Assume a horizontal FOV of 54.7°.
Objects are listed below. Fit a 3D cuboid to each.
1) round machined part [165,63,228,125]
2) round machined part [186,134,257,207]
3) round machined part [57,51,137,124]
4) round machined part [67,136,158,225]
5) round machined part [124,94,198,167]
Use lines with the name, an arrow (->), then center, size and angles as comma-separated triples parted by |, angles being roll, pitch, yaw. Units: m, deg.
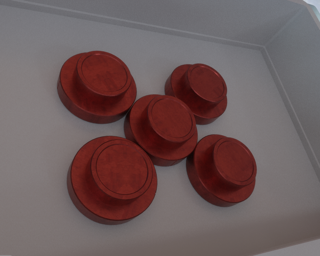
round machined part -> 0.060, -0.057, 0.462 | 0.099, 0.042, 0.098 | 14, 56, -21
round machined part -> 0.088, 0.051, 0.411 | 0.099, 0.042, 0.098 | 14, 56, -21
round machined part -> -0.075, -0.058, 0.389 | 0.099, 0.042, 0.098 | 14, 56, -21
round machined part -> -0.047, 0.051, 0.337 | 0.099, 0.042, 0.098 | 14, 56, -21
round machined part -> 0.007, -0.003, 0.399 | 0.099, 0.042, 0.098 | 14, 56, -21
